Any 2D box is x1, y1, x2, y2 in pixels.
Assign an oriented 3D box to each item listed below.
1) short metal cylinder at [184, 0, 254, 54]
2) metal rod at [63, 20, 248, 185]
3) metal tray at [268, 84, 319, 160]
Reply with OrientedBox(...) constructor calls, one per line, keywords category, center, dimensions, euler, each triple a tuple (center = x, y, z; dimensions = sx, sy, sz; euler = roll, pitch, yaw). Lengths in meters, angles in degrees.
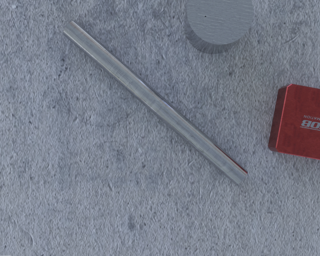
OrientedBox(category="short metal cylinder", center=(0.073, -0.141, 0.398), dimensions=(0.081, 0.050, 0.079), euler=(0, 90, -1))
OrientedBox(category="metal rod", center=(-0.005, -0.033, 0.409), dimensions=(0.300, 0.025, 0.025), euler=(41, 90, -1))
OrientedBox(category="metal tray", center=(0.219, -0.002, 0.410), dimensions=(0.131, 0.030, 0.089), euler=(10, 90, -1))
